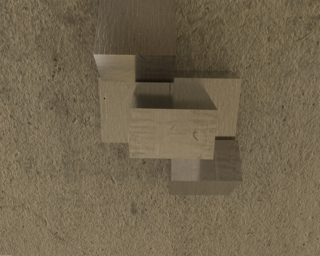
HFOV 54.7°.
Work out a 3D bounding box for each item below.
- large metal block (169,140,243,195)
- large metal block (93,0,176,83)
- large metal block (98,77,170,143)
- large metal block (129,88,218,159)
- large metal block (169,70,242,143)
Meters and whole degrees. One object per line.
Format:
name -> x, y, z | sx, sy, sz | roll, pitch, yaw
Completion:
large metal block -> 0.053, 0.053, 0.395 | 0.081, 0.080, 0.050 | 0, 66, -1
large metal block -> -0.024, -0.098, 0.339 | 0.081, 0.050, 0.080 | 1, 66, 0
large metal block -> -0.030, -0.028, 0.385 | 0.081, 0.050, 0.079 | 1, 110, -1
large metal block -> 0.011, -0.008, 0.326 | 0.081, 0.080, 0.050 | 1, 110, -1
large metal block -> 0.051, -0.028, 0.386 | 0.081, 0.050, 0.079 | 1, 110, -1
